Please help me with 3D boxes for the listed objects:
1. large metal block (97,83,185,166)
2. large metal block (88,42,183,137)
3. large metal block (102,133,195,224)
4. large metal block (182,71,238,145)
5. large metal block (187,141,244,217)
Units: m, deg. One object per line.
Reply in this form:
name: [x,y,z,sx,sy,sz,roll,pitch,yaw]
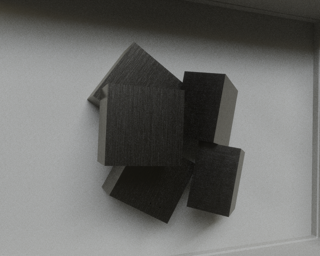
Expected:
large metal block: [-0.022,-0.001,0.334,0.081,0.050,0.080,3,88,-19]
large metal block: [-0.030,-0.045,0.386,0.080,0.050,0.080,38,78,-17]
large metal block: [-0.014,0.060,0.389,0.080,0.050,0.080,31,80,-18]
large metal block: [0.061,-0.021,0.397,0.080,0.050,0.080,19,81,-65]
large metal block: [0.076,0.064,0.402,0.050,0.080,0.080,10,86,19]
